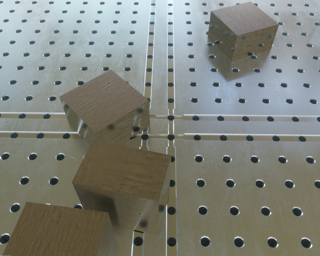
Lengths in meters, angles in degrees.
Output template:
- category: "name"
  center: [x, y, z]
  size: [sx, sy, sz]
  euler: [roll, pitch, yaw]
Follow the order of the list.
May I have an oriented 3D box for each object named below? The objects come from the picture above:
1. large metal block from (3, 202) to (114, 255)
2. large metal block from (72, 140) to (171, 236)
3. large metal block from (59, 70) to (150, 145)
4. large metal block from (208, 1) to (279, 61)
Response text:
- category: "large metal block"
  center: [-0.094, 0.122, 0.289]
  size: [0.080, 0.050, 0.080]
  euler: [6, 50, 5]
- category: "large metal block"
  center: [-0.034, 0.063, 0.319]
  size: [0.080, 0.080, 0.050]
  euler: [11, 51, 9]
- category: "large metal block"
  center: [-0.071, -0.021, 0.409]
  size: [0.080, 0.050, 0.080]
  euler: [-34, 58, -25]
- category: "large metal block"
  center: [0.140, -0.168, 0.533]
  size: [0.081, 0.050, 0.080]
  euler: [-19, 53, -15]
